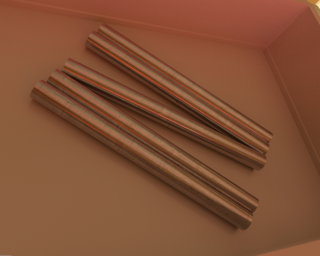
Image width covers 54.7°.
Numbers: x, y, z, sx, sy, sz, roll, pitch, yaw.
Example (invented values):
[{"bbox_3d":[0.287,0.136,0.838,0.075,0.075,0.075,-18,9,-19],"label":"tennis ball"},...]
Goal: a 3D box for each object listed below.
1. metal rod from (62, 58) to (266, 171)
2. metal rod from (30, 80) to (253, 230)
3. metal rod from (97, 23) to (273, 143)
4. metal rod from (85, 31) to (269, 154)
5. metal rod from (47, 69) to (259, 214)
[{"bbox_3d":[0.014,-0.013,0.419,0.301,0.025,0.025,26,53,-12],"label":"metal rod"},{"bbox_3d":[-0.016,0.036,0.373,0.301,0.025,0.025,33,51,-7],"label":"metal rod"},{"bbox_3d":[0.041,-0.061,0.463,0.301,0.025,0.025,32,52,-8],"label":"metal rod"},{"bbox_3d":[0.030,-0.045,0.447,0.301,0.025,0.025,32,52,-8],"label":"metal rod"},{"bbox_3d":[-0.004,0.021,0.389,0.301,0.025,0.025,33,51,-7],"label":"metal rod"}]
